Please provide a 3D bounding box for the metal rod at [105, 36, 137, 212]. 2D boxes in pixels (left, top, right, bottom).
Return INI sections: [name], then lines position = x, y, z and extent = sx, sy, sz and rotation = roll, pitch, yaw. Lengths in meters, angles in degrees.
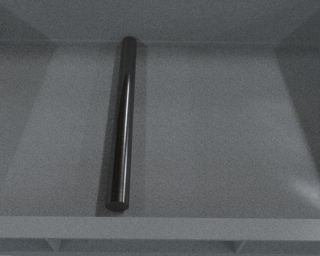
[metal rod]
position = -0.049, -0.030, 0.429
extent = 0.025, 0.025, 0.300
rotation = -1, 50, -1
